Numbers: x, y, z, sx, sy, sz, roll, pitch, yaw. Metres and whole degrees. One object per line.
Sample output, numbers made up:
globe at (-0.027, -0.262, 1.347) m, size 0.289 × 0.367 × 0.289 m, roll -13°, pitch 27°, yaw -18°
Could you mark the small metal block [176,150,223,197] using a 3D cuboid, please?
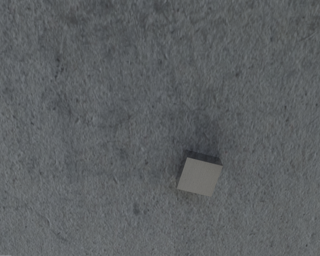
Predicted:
small metal block at (0.054, 0.063, 0.433) m, size 0.050 × 0.025 × 0.050 m, roll 14°, pitch 109°, yaw -5°
